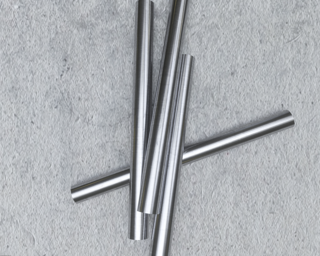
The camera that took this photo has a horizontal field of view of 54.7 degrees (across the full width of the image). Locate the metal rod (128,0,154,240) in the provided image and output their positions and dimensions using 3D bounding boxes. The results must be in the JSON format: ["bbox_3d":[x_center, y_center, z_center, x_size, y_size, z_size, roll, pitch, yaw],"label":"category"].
[{"bbox_3d":[-0.023,-0.016,0.392,0.025,0.025,0.298,1,83,0],"label":"metal rod"}]

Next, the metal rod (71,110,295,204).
[{"bbox_3d":[0.030,0.038,0.410,0.301,0.025,0.025,-20,90,0],"label":"metal rod"}]

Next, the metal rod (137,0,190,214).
[{"bbox_3d":[0.008,-0.048,0.383,0.025,0.025,0.299,9,79,0],"label":"metal rod"}]

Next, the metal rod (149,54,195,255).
[{"bbox_3d":[0.013,0.052,0.381,0.025,0.025,0.299,8,79,0],"label":"metal rod"}]
